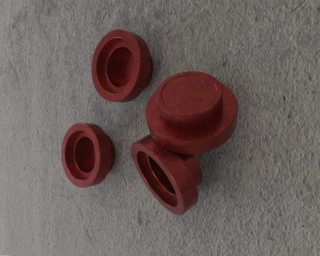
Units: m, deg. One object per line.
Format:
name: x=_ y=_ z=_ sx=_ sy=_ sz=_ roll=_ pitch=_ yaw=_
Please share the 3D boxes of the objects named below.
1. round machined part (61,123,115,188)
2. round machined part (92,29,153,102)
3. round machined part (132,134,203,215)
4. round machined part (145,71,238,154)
round machined part: x=-0.108 y=0.041 z=0.483 sx=0.098 sy=0.042 sz=0.097 roll=0 pitch=90 yaw=40
round machined part: x=-0.048 y=-0.084 z=0.434 sx=0.098 sy=0.042 sz=0.097 roll=0 pitch=90 yaw=40
round machined part: x=0.012 y=0.049 z=0.364 sx=0.098 sy=0.042 sz=0.097 roll=44 pitch=153 yaw=30
round machined part: x=0.032 y=-0.023 z=0.330 sx=0.098 sy=0.098 sz=0.042 roll=35 pitch=153 yaw=34
